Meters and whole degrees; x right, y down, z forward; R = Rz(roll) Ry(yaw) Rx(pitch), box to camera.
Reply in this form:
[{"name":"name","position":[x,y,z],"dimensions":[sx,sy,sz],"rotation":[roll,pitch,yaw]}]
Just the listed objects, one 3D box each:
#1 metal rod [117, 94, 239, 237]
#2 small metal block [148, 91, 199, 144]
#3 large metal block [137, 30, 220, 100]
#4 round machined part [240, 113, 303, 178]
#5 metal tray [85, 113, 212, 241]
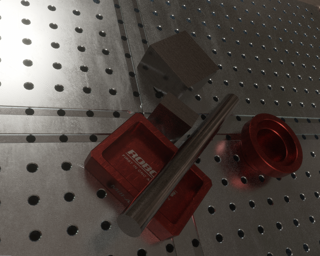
[{"name":"metal rod","position":[0.044,0.021,0.385],"dimensions":[0.025,0.025,0.302],"rotation":[45,40,2]},{"name":"small metal block","position":[0.015,-0.012,0.409],"dimensions":[0.050,0.050,0.025],"rotation":[38,51,-3]},{"name":"large metal block","position":[0.028,-0.090,0.464],"dimensions":[0.081,0.050,0.080],"rotation":[-35,82,-39]},{"name":"round machined part","position":[0.162,0.030,0.469],"dimensions":[0.099,0.042,0.098],"rotation":[14,56,-21]},{"name":"metal tray","position":[-0.011,0.054,0.367],"dimensions":[0.130,0.030,0.090],"rotation":[44,51,2]}]
